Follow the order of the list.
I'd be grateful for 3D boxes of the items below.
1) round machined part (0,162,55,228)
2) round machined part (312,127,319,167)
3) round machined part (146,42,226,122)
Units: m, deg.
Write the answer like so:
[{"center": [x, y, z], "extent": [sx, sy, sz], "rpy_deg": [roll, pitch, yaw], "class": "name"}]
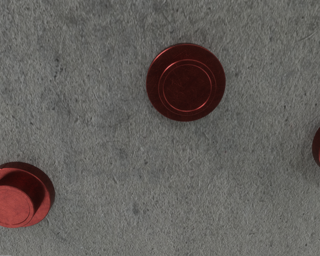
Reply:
[{"center": [-0.204, 0.100, 0.436], "extent": [0.099, 0.042, 0.097], "rpy_deg": [0, 110, 0], "class": "round machined part"}, {"center": [0.250, 0.019, 0.410], "extent": [0.099, 0.042, 0.097], "rpy_deg": [0, 110, 0], "class": "round machined part"}, {"center": [0.032, -0.053, 0.381], "extent": [0.099, 0.042, 0.097], "rpy_deg": [0, 110, 0], "class": "round machined part"}]
